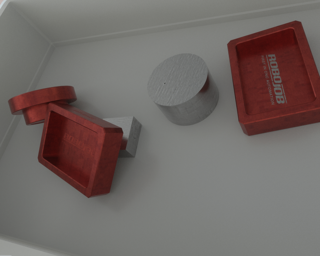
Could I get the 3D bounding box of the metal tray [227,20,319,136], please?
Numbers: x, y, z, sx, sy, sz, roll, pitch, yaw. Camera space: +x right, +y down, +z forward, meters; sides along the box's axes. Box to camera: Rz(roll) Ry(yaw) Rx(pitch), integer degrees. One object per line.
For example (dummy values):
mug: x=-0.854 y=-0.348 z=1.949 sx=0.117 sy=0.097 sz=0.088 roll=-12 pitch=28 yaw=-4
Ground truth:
metal tray: x=0.134 y=-0.061 z=0.368 sx=0.090 sy=0.030 sz=0.130 roll=-13 pitch=56 yaw=20

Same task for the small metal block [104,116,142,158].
small metal block: x=-0.057 y=0.013 z=0.426 sx=0.050 sy=0.025 sz=0.050 roll=-4 pitch=60 yaw=26

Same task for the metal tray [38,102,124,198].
metal tray: x=-0.111 y=0.025 z=0.414 sx=0.130 sy=0.030 sz=0.089 roll=22 pitch=102 yaw=38

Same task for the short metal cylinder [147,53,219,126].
short metal cylinder: x=0.031 y=-0.050 z=0.403 sx=0.080 sy=0.050 sz=0.080 roll=-13 pitch=56 yaw=20

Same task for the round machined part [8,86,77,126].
round machined part: x=-0.178 y=-0.032 z=0.482 sx=0.098 sy=0.098 sz=0.042 roll=-14 pitch=93 yaw=20
